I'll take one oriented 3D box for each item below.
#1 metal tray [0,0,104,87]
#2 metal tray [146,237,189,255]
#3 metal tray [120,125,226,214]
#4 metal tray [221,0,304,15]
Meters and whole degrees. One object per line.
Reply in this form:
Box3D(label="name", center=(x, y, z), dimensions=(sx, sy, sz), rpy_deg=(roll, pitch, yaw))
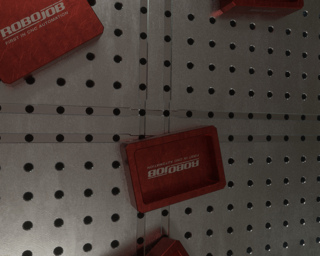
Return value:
Box3D(label="metal tray", center=(-0.144, -0.118, 0.357), dimensions=(0.131, 0.030, 0.090), rpy_deg=(-35, 102, -17))
Box3D(label="metal tray", center=(-0.006, 0.217, 0.391), dimensions=(0.131, 0.030, 0.090), rpy_deg=(-38, 103, -32))
Box3D(label="metal tray", center=(0.020, 0.052, 0.418), dimensions=(0.131, 0.030, 0.089), rpy_deg=(-12, 94, -20))
Box3D(label="metal tray", center=(0.153, -0.222, 0.467), dimensions=(0.131, 0.030, 0.089), rpy_deg=(-6, 92, -20))
